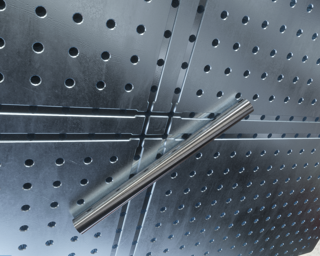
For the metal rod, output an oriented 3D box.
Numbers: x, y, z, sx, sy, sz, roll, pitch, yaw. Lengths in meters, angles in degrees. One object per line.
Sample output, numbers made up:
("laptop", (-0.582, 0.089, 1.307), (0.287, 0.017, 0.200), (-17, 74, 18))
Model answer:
("metal rod", (0.008, 0.052, 0.446), (0.301, 0.025, 0.025), (-35, 129, -5))
